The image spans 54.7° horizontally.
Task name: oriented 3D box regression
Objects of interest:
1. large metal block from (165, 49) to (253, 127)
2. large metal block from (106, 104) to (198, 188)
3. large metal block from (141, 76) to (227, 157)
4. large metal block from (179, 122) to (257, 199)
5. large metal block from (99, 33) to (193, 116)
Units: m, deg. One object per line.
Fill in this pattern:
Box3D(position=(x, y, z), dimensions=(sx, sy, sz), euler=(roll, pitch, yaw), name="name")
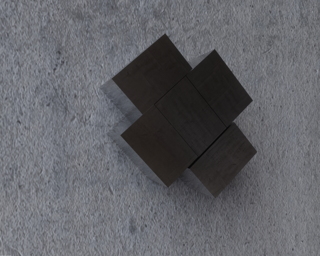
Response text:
Box3D(position=(0.058, -0.047, 0.404), dimensions=(0.050, 0.080, 0.080), euler=(-44, 104, -15), name="large metal block")
Box3D(position=(-0.013, 0.020, 0.378), dimensions=(0.050, 0.080, 0.080), euler=(-44, 104, -15), name="large metal block")
Box3D(position=(0.023, -0.013, 0.391), dimensions=(0.050, 0.080, 0.080), euler=(-44, 104, -15), name="large metal block")
Box3D(position=(0.064, 0.038, 0.406), dimensions=(0.080, 0.080, 0.050), euler=(-44, 104, -15), name="large metal block")
Box3D(position=(-0.020, -0.060, 0.375), dimensions=(0.080, 0.080, 0.050), euler=(-44, 104, -15), name="large metal block")
